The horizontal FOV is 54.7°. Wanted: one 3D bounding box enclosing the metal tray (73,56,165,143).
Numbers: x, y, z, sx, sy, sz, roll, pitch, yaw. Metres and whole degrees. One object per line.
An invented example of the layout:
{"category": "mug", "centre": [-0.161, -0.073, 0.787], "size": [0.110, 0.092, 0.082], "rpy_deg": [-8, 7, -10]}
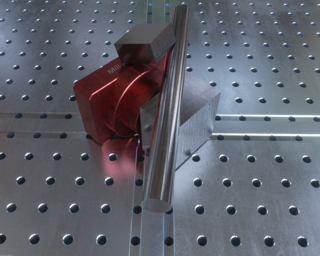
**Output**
{"category": "metal tray", "centre": [-0.044, -0.049, 0.406], "size": [0.030, 0.089, 0.131], "rpy_deg": [36, 58, 26]}

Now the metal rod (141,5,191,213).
{"category": "metal rod", "centre": [0.014, -0.051, 0.346], "size": [0.025, 0.025, 0.300], "rpy_deg": [5, 50, 4]}

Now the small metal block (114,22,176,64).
{"category": "small metal block", "centre": [-0.017, -0.100, 0.365], "size": [0.050, 0.025, 0.050], "rpy_deg": [9, 46, 31]}

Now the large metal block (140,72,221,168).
{"category": "large metal block", "centre": [0.024, -0.007, 0.374], "size": [0.050, 0.080, 0.080], "rpy_deg": [35, 58, 25]}

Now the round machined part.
{"category": "round machined part", "centre": [-0.021, -0.029, 0.390], "size": [0.042, 0.097, 0.099], "rpy_deg": [35, 58, 25]}
